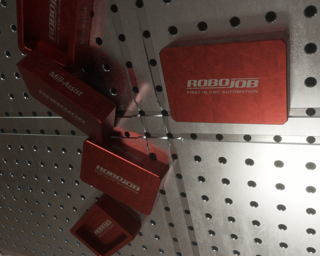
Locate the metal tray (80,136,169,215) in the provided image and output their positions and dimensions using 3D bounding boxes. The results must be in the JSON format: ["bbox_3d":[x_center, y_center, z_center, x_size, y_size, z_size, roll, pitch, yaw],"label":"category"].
[{"bbox_3d":[-0.059,0.071,0.481,0.130,0.030,0.089,25,127,12],"label":"metal tray"}]

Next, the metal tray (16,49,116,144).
[{"bbox_3d":[-0.123,-0.039,0.421,0.130,0.030,0.090,34,157,4],"label":"metal tray"}]

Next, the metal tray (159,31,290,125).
[{"bbox_3d":[0.071,-0.051,0.338,0.130,0.030,0.089,2,120,26],"label":"metal tray"}]

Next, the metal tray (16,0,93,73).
[{"bbox_3d":[-0.133,-0.143,0.387,0.090,0.030,0.129,26,127,11],"label":"metal tray"}]

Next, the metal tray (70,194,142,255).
[{"bbox_3d":[-0.104,0.188,0.576,0.090,0.030,0.129,42,129,-1],"label":"metal tray"}]
